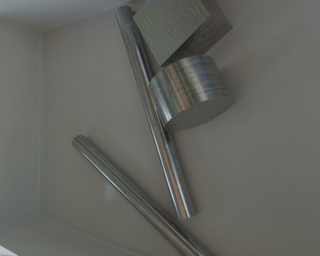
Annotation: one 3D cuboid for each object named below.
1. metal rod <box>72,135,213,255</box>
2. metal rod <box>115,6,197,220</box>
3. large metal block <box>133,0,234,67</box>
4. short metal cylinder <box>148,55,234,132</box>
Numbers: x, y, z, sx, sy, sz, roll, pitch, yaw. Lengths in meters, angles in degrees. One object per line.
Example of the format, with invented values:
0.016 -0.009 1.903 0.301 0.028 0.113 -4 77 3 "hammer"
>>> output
-0.034 0.095 0.432 0.300 0.025 0.025 36 112 33 "metal rod"
-0.010 -0.030 0.412 0.025 0.025 0.299 -28 73 36 "metal rod"
0.025 -0.126 0.368 0.080 0.050 0.080 -41 66 32 "large metal block"
0.033 -0.036 0.342 0.080 0.081 0.050 -34 69 34 "short metal cylinder"
